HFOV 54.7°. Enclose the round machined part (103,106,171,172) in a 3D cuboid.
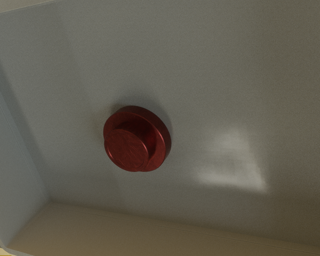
[{"bbox_3d":[-0.038,0.022,0.429,0.098,0.042,0.097,13,124,20],"label":"round machined part"}]
